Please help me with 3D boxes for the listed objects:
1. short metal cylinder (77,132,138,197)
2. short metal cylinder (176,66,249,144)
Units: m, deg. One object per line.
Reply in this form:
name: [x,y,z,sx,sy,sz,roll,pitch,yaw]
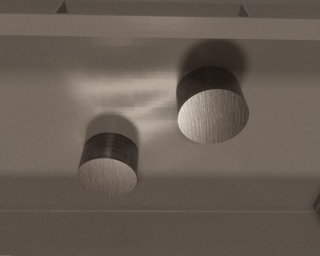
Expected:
short metal cylinder: [-0.072,0.052,0.436,0.081,0.050,0.079,0,130,0]
short metal cylinder: [0.060,-0.027,0.371,0.081,0.050,0.079,0,130,0]
